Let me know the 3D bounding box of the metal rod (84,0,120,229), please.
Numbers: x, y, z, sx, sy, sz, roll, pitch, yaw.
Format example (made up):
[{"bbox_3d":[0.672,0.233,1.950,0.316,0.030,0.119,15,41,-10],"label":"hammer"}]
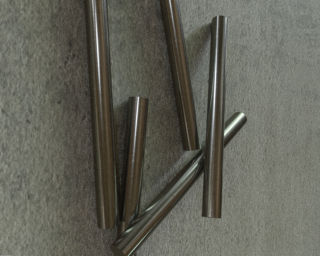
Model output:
[{"bbox_3d":[-0.066,-0.037,0.350,0.025,0.025,0.298,-5,93,-40],"label":"metal rod"}]

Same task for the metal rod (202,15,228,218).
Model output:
[{"bbox_3d":[0.080,-0.027,0.441,0.025,0.025,0.299,21,67,-39],"label":"metal rod"}]

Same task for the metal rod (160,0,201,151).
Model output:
[{"bbox_3d":[0.022,-0.116,0.424,0.025,0.025,0.298,-16,101,-39],"label":"metal rod"}]

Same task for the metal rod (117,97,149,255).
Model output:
[{"bbox_3d":[-0.038,0.112,0.374,0.025,0.025,0.298,7,85,-40],"label":"metal rod"}]

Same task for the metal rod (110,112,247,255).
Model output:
[{"bbox_3d":[0.045,0.059,0.425,0.302,0.025,0.025,-40,115,-39],"label":"metal rod"}]
